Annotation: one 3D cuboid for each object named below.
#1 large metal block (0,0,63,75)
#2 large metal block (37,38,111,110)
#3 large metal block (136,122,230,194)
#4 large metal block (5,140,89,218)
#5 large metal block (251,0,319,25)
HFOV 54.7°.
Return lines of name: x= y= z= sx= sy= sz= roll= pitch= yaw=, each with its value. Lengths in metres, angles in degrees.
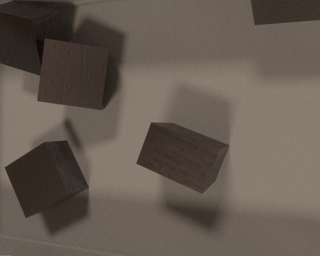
large metal block: x=-0.188 y=-0.129 z=0.443 sx=0.080 sy=0.050 sz=0.079 roll=18 pitch=129 yaw=18
large metal block: x=-0.113 y=-0.070 z=0.420 sx=0.081 sy=0.050 sz=0.079 roll=8 pitch=93 yaw=-7
large metal block: x=0.031 y=0.031 z=0.370 sx=0.080 sy=0.080 sz=0.050 roll=22 pitch=97 yaw=18
large metal block: x=-0.165 y=0.073 z=0.454 sx=0.080 sy=0.050 sz=0.080 roll=-30 pitch=81 yaw=17
large metal block: x=0.142 y=-0.151 z=0.331 sx=0.080 sy=0.080 sz=0.050 roll=2 pitch=91 yaw=19
